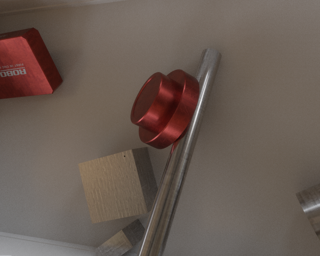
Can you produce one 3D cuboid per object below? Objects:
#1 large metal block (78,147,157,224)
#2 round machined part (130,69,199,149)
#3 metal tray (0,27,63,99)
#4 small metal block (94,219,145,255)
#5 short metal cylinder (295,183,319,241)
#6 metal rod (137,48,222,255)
[{"bbox_3d":[-0.053,0.075,0.415,0.080,0.050,0.080,-16,85,19],"label":"large metal block"},{"bbox_3d":[0.000,-0.027,0.370,0.042,0.098,0.098,27,101,-23],"label":"round machined part"},{"bbox_3d":[-0.222,-0.091,0.458,0.130,0.030,0.090,-3,127,19],"label":"metal tray"},{"bbox_3d":[-0.051,0.152,0.414,0.050,0.050,0.025,-40,78,15],"label":"small metal block"},{"bbox_3d":[0.183,0.094,0.317,0.050,0.080,0.080,-29,81,17],"label":"short metal cylinder"},{"bbox_3d":[0.019,0.042,0.341,0.025,0.025,0.299,12,70,19],"label":"metal rod"}]
